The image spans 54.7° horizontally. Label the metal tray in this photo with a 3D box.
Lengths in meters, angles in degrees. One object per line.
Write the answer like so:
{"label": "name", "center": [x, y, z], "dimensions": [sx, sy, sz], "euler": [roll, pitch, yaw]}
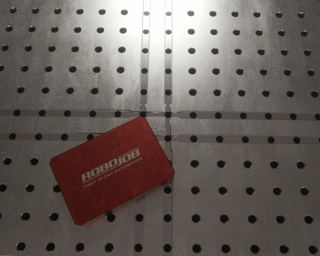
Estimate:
{"label": "metal tray", "center": [-0.058, 0.053, 0.389], "dimensions": [0.131, 0.030, 0.090], "euler": [-26, 72, -10]}
